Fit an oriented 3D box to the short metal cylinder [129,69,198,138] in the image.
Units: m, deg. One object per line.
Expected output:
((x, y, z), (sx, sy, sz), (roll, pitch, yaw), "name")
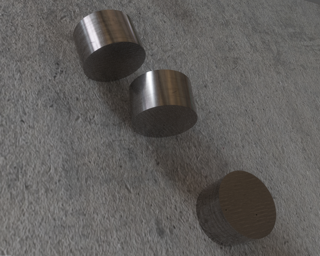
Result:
((0.003, -0.028, 0.387), (0.081, 0.080, 0.050), (7, 59, -25), "short metal cylinder")

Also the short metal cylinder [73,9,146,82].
((-0.064, -0.103, 0.396), (0.081, 0.080, 0.050), (-8, 66, -32), "short metal cylinder")

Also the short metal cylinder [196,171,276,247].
((0.092, 0.098, 0.377), (0.081, 0.050, 0.080), (14, 56, -21), "short metal cylinder")
